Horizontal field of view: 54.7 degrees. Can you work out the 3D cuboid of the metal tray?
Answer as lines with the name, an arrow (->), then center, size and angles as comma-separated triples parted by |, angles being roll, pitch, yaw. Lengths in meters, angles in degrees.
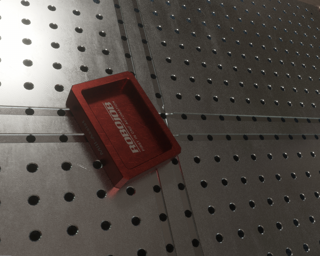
metal tray -> -0.044, -0.003, 0.383 | 0.091, 0.030, 0.130 | -24, 75, -37
